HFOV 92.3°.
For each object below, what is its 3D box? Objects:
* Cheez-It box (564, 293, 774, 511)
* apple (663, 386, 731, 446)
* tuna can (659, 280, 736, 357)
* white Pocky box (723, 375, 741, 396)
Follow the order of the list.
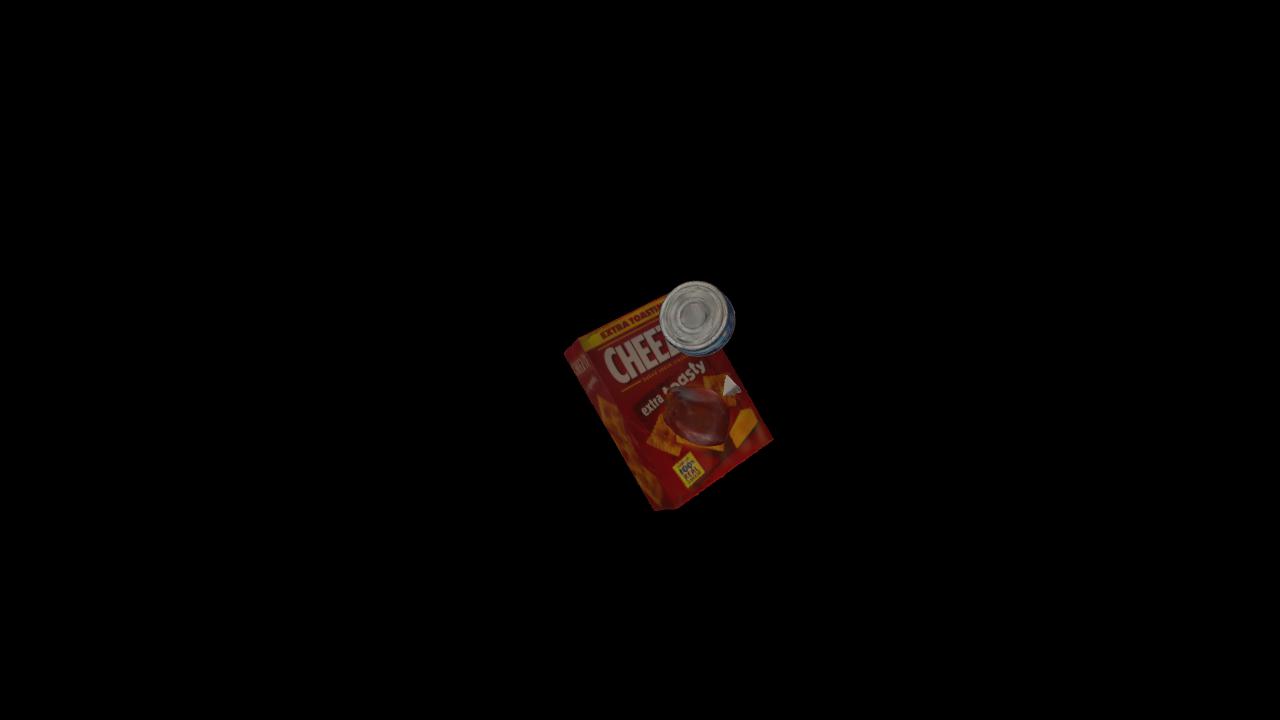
[{"bbox_3d":[0.037,0.043,0.741,0.166,0.223,0.071,-28,-3,-28],"label":"Cheez-It box"},{"bbox_3d":[0.062,0.067,0.723,0.093,0.079,0.079,23,-13,-33],"label":"apple"},{"bbox_3d":[0.065,-0.048,0.704,0.084,0.084,0.034,0,-10,21],"label":"tuna can"},{"bbox_3d":[0.042,0.059,0.766,0.084,0.154,0.028,53,3,37],"label":"white Pocky box"}]
